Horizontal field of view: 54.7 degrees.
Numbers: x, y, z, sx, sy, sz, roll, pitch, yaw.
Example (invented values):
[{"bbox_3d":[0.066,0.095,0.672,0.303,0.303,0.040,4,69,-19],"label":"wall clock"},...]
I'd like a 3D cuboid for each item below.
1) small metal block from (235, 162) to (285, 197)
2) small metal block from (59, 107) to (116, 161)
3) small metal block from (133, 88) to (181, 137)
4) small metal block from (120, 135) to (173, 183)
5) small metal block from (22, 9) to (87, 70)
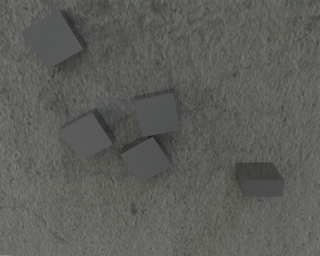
[{"bbox_3d":[0.135,0.070,0.424,0.050,0.050,0.025,-1,110,0],"label":"small metal block"},{"bbox_3d":[-0.095,0.008,0.411,0.050,0.025,0.050,-27,108,9],"label":"small metal block"},{"bbox_3d":[-0.003,-0.020,0.402,0.050,0.025,0.050,-12,110,4],"label":"small metal block"},{"bbox_3d":[-0.018,0.039,0.424,0.050,0.025,0.050,-30,108,10],"label":"small metal block"},{"bbox_3d":[-0.124,-0.106,0.369,0.050,0.025,0.050,-27,108,9],"label":"small metal block"}]
